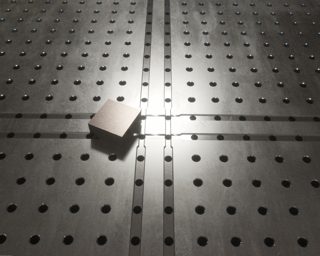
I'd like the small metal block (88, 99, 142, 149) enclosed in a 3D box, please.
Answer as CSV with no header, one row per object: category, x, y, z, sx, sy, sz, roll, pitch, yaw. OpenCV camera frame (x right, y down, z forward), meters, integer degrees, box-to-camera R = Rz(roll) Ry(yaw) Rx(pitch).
small metal block,-0.059,-0.007,0.413,0.050,0.025,0.050,20,53,16
